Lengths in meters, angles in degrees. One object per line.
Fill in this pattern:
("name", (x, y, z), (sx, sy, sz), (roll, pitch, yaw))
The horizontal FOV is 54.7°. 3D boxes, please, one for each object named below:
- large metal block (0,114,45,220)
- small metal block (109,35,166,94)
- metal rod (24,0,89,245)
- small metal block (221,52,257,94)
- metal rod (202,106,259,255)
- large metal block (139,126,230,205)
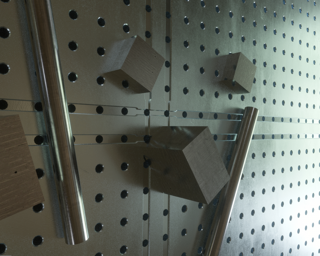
("large metal block", (-0.156, 0.038, 0.262), (0.081, 0.050, 0.080), (-20, 103, -38))
("small metal block", (-0.027, -0.078, 0.386), (0.050, 0.025, 0.050), (35, 69, -35))
("metal rod", (-0.108, -0.027, 0.317), (0.025, 0.025, 0.298), (-13, 98, -39))
("small metal block", (0.133, -0.091, 0.520), (0.050, 0.025, 0.050), (28, 72, -37))
("metal rod", (0.112, 0.103, 0.502), (0.025, 0.025, 0.299), (32, 70, -36))
("large metal block", (0.032, 0.044, 0.400), (0.050, 0.080, 0.080), (-40, 115, -33))
